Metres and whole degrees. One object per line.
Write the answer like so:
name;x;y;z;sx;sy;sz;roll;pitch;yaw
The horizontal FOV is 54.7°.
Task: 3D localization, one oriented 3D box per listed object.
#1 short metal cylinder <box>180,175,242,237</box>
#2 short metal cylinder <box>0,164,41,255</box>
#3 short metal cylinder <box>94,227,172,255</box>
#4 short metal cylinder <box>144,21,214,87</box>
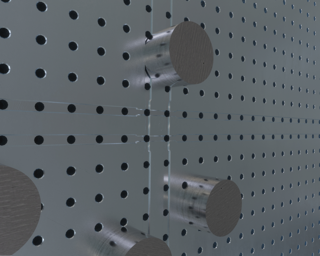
short metal cylinder;0.075;0.113;0.456;0.081;0.050;0.079;0;90;-40
short metal cylinder;-0.152;0.069;0.266;0.081;0.050;0.079;0;91;-40
short metal cylinder;-0.032;0.164;0.366;0.081;0.050;0.079;0;90;-40
short metal cylinder;0.026;-0.096;0.414;0.081;0.050;0.079;0;90;-40
